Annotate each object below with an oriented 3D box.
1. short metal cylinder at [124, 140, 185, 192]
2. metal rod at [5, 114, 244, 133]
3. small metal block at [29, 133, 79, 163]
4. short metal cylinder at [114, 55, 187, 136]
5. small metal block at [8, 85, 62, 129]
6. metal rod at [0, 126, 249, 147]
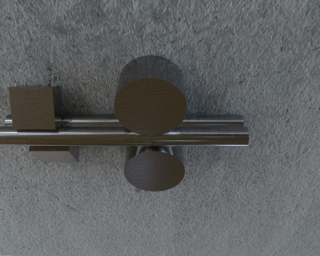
[{"bbox_3d":[-0.007,0.043,0.429,0.081,0.050,0.079,0,130,0],"label":"short metal cylinder"},{"bbox_3d":[-0.045,-0.005,0.404,0.302,0.025,0.025,0,130,-1],"label":"metal rod"},{"bbox_3d":[-0.140,0.028,0.418,0.050,0.025,0.050,0,157,-1],"label":"small metal block"},{"bbox_3d":[-0.010,-0.037,0.360,0.081,0.050,0.079,0,130,0],"label":"short metal cylinder"},{"bbox_3d":[-0.149,-0.025,0.373,0.050,0.025,0.050,0,103,0],"label":"small metal block"},{"bbox_3d":[-0.044,0.010,0.384,0.302,0.025,0.025,0,130,0],"label":"metal rod"}]
